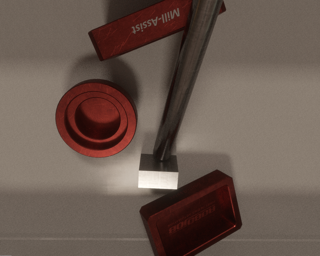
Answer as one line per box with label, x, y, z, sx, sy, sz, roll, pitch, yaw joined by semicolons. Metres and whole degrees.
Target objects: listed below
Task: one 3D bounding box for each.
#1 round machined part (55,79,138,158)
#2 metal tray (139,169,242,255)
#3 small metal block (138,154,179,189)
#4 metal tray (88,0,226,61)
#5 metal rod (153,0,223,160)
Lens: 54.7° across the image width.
round machined part;-0.078;-0.015;0.396;0.099;0.042;0.097;0;110;-1
metal tray;0.046;0.125;0.427;0.131;0.030;0.089;-23;111;-19
small metal block;-0.002;0.058;0.419;0.050;0.050;0.025;3;110;-2
metal tray;-0.002;-0.112;0.334;0.130;0.090;0.030;-20;104;7
metal rod;0.027;-0.060;0.314;0.025;0.025;0.298;10;139;-4
